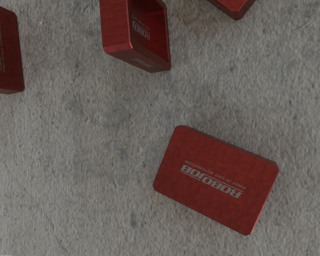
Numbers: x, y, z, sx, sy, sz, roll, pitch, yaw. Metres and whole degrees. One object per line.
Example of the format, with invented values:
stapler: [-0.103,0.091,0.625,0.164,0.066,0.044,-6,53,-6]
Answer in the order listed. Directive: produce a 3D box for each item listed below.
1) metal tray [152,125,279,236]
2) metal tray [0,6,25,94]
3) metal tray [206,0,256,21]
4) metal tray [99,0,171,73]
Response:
metal tray: [0.066,0.060,0.383,0.130,0.030,0.089,23,98,18]
metal tray: [-0.253,-0.120,0.461,0.030,0.090,0.129,-8,87,20]
metal tray: [0.100,-0.210,0.371,0.090,0.030,0.130,42,103,14]
metal tray: [-0.024,-0.120,0.361,0.030,0.130,0.089,-5,89,20]
